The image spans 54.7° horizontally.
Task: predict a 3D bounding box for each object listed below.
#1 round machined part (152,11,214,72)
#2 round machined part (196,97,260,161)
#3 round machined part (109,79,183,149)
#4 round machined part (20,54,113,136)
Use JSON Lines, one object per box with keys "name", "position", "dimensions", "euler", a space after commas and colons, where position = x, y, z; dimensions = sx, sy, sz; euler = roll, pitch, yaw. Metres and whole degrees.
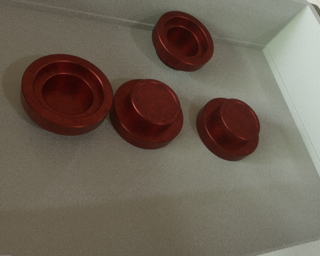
{"name": "round machined part", "position": [0.032, -0.130, 0.487], "dimensions": [0.099, 0.042, 0.098], "euler": [11, 64, -23]}
{"name": "round machined part", "position": [0.106, -0.004, 0.454], "dimensions": [0.099, 0.042, 0.098], "euler": [14, 56, -21]}
{"name": "round machined part", "position": [-0.013, -0.025, 0.403], "dimensions": [0.099, 0.042, 0.098], "euler": [14, 56, -21]}
{"name": "round machined part", "position": [-0.108, -0.034, 0.357], "dimensions": [0.099, 0.042, 0.098], "euler": [14, 56, -21]}
